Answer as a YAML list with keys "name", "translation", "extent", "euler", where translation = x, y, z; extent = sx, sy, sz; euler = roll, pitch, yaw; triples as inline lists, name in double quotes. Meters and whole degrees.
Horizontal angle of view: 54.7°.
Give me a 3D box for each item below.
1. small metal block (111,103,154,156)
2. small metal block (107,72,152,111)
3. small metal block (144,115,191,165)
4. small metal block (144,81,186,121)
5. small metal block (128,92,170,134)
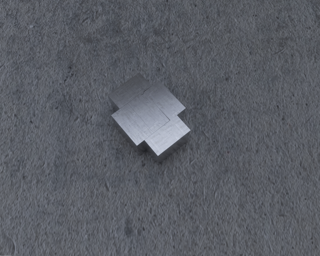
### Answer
- name: "small metal block"
  translation: [-0.033, 0.004, 0.394]
  extent: [0.025, 0.050, 0.050]
  euler: [-38, 75, -13]
- name: "small metal block"
  translation: [-0.038, -0.039, 0.409]
  extent: [0.050, 0.050, 0.025]
  euler: [-37, 75, -13]
- name: "small metal block"
  translation: [0.009, 0.017, 0.389]
  extent: [0.050, 0.050, 0.025]
  euler: [-37, 75, -13]
- name: "small metal block"
  translation: [0.006, -0.026, 0.405]
  extent: [0.025, 0.050, 0.050]
  euler: [-39, 75, -13]
- name: "small metal block"
  translation: [-0.014, -0.011, 0.399]
  extent: [0.025, 0.050, 0.050]
  euler: [-38, 75, -13]
